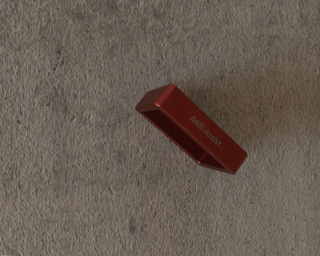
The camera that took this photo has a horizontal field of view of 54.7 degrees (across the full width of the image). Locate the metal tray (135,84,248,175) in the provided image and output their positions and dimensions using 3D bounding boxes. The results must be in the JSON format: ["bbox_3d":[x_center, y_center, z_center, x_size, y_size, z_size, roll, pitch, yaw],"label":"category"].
[{"bbox_3d":[0.036,0.003,0.390,0.130,0.090,0.030,41,77,-16],"label":"metal tray"}]
